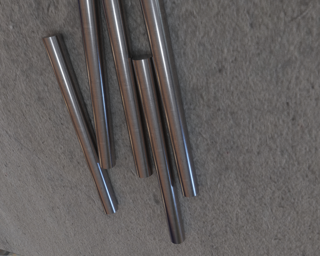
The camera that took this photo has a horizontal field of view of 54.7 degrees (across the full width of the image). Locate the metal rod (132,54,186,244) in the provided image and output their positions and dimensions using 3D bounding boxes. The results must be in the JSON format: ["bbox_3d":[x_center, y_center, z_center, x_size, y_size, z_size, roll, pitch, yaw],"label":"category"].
[{"bbox_3d":[0.004,0.047,0.432,0.025,0.025,0.298,4,120,26],"label":"metal rod"}]

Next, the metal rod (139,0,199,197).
[{"bbox_3d":[0.013,-0.041,0.373,0.025,0.025,0.298,1,119,27],"label":"metal rod"}]

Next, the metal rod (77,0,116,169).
[{"bbox_3d":[-0.082,-0.071,0.404,0.025,0.025,0.298,13,124,21],"label":"metal rod"}]

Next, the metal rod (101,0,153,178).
[{"bbox_3d":[-0.041,-0.064,0.387,0.025,0.025,0.298,6,121,25],"label":"metal rod"}]

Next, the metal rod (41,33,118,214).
[{"bbox_3d":[-0.113,0.010,0.470,0.025,0.025,0.298,2,120,27],"label":"metal rod"}]
